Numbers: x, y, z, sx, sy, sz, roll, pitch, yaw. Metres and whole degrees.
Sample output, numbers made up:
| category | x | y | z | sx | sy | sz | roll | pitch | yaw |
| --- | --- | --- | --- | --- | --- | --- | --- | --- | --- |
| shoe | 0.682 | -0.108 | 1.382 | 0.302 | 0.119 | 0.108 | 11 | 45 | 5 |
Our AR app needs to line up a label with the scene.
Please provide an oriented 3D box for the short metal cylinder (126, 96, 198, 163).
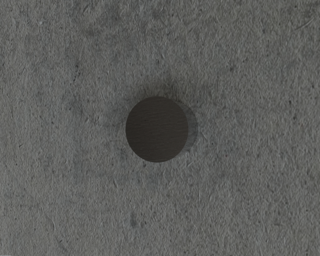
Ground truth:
| category | x | y | z | sx | sy | sz | roll | pitch | yaw |
| --- | --- | --- | --- | --- | --- | --- | --- | --- | --- |
| short metal cylinder | 0.004 | 0.002 | 0.395 | 0.080 | 0.050 | 0.079 | 0 | 90 | 19 |
